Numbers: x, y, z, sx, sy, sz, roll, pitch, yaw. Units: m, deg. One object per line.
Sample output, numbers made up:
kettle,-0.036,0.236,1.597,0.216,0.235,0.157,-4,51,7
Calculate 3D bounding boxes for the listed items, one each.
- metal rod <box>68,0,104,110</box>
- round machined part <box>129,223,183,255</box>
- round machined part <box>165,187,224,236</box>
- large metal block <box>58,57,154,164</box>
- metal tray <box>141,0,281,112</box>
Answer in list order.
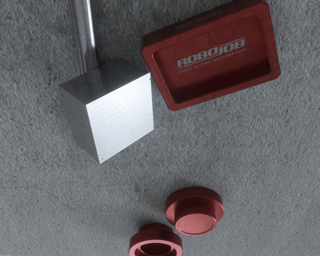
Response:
metal rod,-0.077,-0.079,0.339,0.025,0.025,0.298,1,130,-1
round machined part,-0.008,0.215,0.579,0.099,0.042,0.097,0,130,0
round machined part,0.058,0.146,0.521,0.099,0.042,0.097,0,130,0
large metal block,-0.055,-0.021,0.345,0.081,0.050,0.079,-33,139,-31
metal tray,0.056,-0.077,0.338,0.130,0.030,0.090,-17,128,14
